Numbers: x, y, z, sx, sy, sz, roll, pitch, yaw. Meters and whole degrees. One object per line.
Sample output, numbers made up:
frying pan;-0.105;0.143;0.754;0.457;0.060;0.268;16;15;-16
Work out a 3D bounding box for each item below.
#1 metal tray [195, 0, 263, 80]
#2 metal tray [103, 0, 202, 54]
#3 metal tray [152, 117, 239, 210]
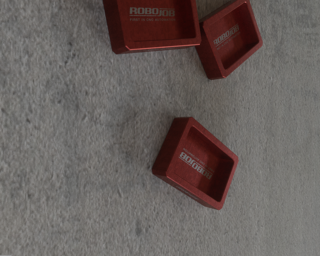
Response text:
metal tray;0.110;-0.146;0.495;0.131;0.030;0.090;-41;115;-33
metal tray;-0.006;-0.146;0.397;0.131;0.030;0.089;-17;101;-39
metal tray;0.057;0.053;0.451;0.130;0.030;0.090;38;67;-34
